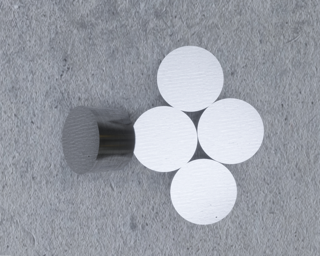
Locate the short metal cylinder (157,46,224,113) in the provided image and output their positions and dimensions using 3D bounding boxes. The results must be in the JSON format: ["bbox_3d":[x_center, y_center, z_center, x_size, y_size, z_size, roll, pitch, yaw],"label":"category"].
[{"bbox_3d":[0.037,-0.060,0.399,0.081,0.050,0.080,0,90,0],"label":"short metal cylinder"}]

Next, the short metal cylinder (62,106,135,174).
[{"bbox_3d":[-0.076,0.014,0.377,0.080,0.050,0.080,-2,88,44],"label":"short metal cylinder"}]

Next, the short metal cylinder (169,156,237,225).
[{"bbox_3d":[0.053,0.077,0.399,0.081,0.050,0.080,0,90,0],"label":"short metal cylinder"}]

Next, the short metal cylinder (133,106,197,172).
[{"bbox_3d":[0.005,0.013,0.398,0.081,0.050,0.080,0,90,0],"label":"short metal cylinder"}]

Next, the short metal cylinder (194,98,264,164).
[{"bbox_3d":[0.085,0.004,0.399,0.081,0.050,0.080,0,90,0],"label":"short metal cylinder"}]
